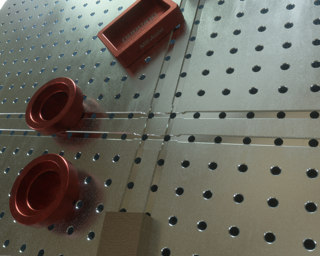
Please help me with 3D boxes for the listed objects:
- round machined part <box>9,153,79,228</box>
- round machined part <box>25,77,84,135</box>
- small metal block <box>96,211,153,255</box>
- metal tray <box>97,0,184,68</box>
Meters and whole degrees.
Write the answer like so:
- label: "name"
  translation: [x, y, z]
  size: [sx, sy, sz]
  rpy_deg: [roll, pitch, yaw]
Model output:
- label: "round machined part"
  translation: [-0.152, 0.087, 0.424]
  size: [0.098, 0.042, 0.098]
  rpy_deg: [-13, 56, 21]
- label: "round machined part"
  translation: [-0.165, -0.031, 0.503]
  size: [0.098, 0.042, 0.098]
  rpy_deg: [-13, 56, 21]
- label: "small metal block"
  translation: [-0.039, 0.124, 0.353]
  size: [0.050, 0.025, 0.050]
  rpy_deg: [-6, 59, 25]
- label: "metal tray"
  translation: [-0.035, -0.173, 0.529]
  size: [0.130, 0.030, 0.090]
  rpy_deg: [-40, 51, 1]
